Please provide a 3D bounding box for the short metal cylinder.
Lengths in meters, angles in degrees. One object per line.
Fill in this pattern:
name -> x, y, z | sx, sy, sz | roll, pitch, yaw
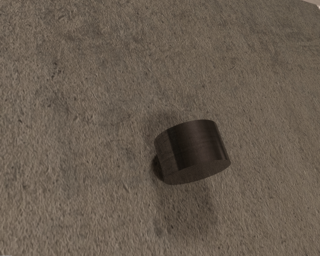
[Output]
short metal cylinder -> 0.038, 0.031, 0.372 | 0.081, 0.080, 0.050 | -2, 63, -30
